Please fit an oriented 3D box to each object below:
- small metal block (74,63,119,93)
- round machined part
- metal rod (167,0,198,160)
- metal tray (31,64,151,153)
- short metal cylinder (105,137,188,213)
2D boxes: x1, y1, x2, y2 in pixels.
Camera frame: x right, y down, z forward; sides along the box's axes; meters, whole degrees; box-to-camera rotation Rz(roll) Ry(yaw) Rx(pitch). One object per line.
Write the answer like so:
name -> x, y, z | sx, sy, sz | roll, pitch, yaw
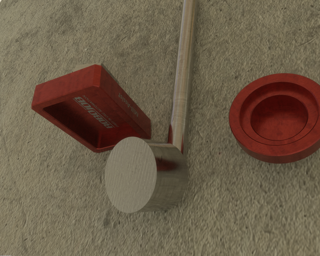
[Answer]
small metal block -> -0.101, -0.075, 0.485 | 0.050, 0.050, 0.025 | 1, 63, 28
round machined part -> 0.127, -0.007, 0.330 | 0.098, 0.042, 0.098 | -13, 56, 20
metal rod -> 0.035, -0.087, 0.437 | 0.025, 0.025, 0.299 | -7, 59, 24
metal tray -> -0.078, -0.016, 0.386 | 0.090, 0.130, 0.030 | -15, 56, 20
short metal cylinder -> -0.016, 0.052, 0.345 | 0.080, 0.050, 0.080 | -10, 74, 41
